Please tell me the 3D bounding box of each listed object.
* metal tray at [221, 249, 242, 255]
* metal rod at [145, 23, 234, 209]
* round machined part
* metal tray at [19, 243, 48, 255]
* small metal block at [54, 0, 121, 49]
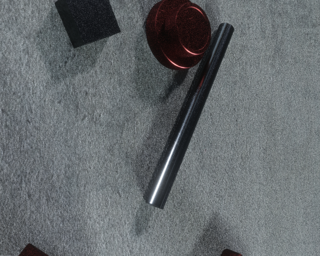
[{"bbox_3d":[0.128,0.275,0.512,0.090,0.030,0.130,-52,121,-27],"label":"metal tray"},{"bbox_3d":[0.050,-0.030,0.448,0.025,0.025,0.300,37,67,-34],"label":"metal rod"},{"bbox_3d":[0.032,-0.131,0.423,0.099,0.042,0.097,0,90,-40],"label":"round machined part"},{"bbox_3d":[-0.076,0.169,0.300,0.130,0.090,0.030,51,60,-28],"label":"metal tray"},{"bbox_3d":[-0.078,-0.121,0.340,0.050,0.025,0.050,-33,111,-35],"label":"small metal block"}]
